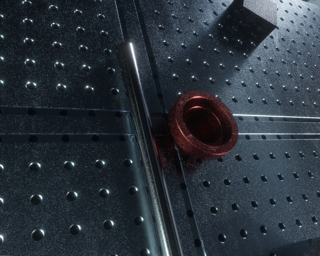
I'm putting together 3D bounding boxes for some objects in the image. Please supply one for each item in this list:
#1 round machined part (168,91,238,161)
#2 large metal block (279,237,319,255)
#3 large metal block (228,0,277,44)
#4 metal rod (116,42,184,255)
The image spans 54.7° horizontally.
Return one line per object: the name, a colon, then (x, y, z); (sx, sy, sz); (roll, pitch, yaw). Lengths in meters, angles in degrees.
round machined part: (0.055, 0.000, 0.427); (0.099, 0.042, 0.098); (14, 56, -21)
large metal block: (0.180, 0.191, 0.372); (0.081, 0.050, 0.080); (-18, 72, -35)
large metal block: (0.191, -0.234, 0.638); (0.080, 0.050, 0.080); (25, 53, -13)
metal rod: (-0.018, 0.015, 0.388); (0.025, 0.025, 0.299); (0, 62, -28)
